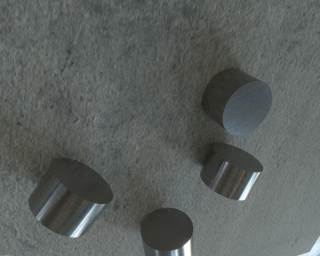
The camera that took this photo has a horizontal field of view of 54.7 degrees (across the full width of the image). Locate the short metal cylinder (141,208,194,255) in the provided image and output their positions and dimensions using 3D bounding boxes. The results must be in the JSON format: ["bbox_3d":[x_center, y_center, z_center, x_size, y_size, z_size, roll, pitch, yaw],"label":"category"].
[{"bbox_3d":[0.012,0.174,0.488,0.081,0.080,0.050,-18,126,-18],"label":"short metal cylinder"}]

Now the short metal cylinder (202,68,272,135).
[{"bbox_3d":[0.106,-0.037,0.428,0.081,0.050,0.079,-14,125,-21],"label":"short metal cylinder"}]

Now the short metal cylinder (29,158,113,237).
[{"bbox_3d":[-0.104,0.080,0.365,0.080,0.080,0.050,30,102,-38],"label":"short metal cylinder"}]

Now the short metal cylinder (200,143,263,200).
[{"bbox_3d":[0.108,0.065,0.473,0.081,0.080,0.050,8,115,-32],"label":"short metal cylinder"}]
